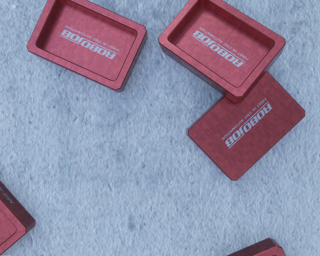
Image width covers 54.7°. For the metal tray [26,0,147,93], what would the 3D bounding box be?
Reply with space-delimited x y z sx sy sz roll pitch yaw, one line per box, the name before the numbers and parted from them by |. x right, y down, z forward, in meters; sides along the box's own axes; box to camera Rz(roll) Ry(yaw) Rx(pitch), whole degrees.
metal tray | -0.093 -0.113 0.406 0.131 0.030 0.090 24 90 -1

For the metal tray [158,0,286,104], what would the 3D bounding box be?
metal tray | 0.075 -0.104 0.390 0.130 0.030 0.090 39 89 16

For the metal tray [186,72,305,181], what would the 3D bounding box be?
metal tray | 0.111 -0.006 0.409 0.130 0.030 0.090 -43 91 0

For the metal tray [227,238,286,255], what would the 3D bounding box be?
metal tray | 0.138 0.225 0.409 0.090 0.030 0.129 -23 90 -1

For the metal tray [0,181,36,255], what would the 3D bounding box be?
metal tray | -0.242 0.110 0.404 0.090 0.030 0.130 -41 91 0
